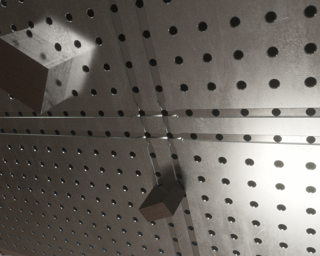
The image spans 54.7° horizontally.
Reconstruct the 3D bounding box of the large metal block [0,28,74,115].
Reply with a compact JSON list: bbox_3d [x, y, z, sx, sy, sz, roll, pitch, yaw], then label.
[{"bbox_3d":[-0.178,-0.080,0.437,0.080,0.050,0.079,33,129,6],"label":"large metal block"}]

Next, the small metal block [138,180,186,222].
[{"bbox_3d":[0.004,0.108,0.459,0.050,0.050,0.025,-27,104,37],"label":"small metal block"}]
